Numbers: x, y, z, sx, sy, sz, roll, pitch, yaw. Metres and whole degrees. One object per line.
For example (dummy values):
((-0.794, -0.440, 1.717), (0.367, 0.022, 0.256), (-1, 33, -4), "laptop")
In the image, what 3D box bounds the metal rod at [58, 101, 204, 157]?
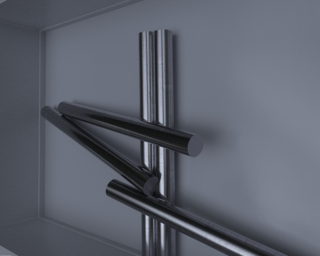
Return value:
((-0.064, -0.008, 0.430), (0.300, 0.025, 0.025), (15, 99, 46), "metal rod")

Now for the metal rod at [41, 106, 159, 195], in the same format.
((-0.110, 0.020, 0.477), (0.300, 0.025, 0.025), (27, 107, 42), "metal rod")

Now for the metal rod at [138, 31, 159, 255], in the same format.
((-0.014, 0.023, 0.412), (0.025, 0.025, 0.298), (-2, 89, 39), "metal rod")

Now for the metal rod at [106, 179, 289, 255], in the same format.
((0.058, 0.116, 0.333), (0.300, 0.025, 0.025), (16, 100, 33), "metal rod")

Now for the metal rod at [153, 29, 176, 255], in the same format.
((0.006, 0.026, 0.396), (0.025, 0.025, 0.298), (-1, 89, 39), "metal rod")
